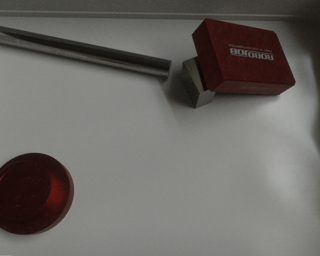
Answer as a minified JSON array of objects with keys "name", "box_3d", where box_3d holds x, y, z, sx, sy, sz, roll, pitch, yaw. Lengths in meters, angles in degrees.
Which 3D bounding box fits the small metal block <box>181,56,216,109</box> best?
[{"name":"small metal block","box_3d":[0.051,-0.061,0.419,0.025,0.050,0.050,-22,72,-8]}]

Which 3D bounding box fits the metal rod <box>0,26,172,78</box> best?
[{"name":"metal rod","box_3d":[-0.133,-0.116,0.450,0.302,0.025,0.025,12,71,4]}]

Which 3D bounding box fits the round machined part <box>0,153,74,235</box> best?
[{"name":"round machined part","box_3d":[-0.158,0.076,0.371,0.099,0.042,0.098,0,70,-1]}]

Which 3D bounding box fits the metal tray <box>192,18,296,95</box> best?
[{"name":"metal tray","box_3d":[0.113,-0.092,0.413,0.131,0.030,0.090,-1,68,-29]}]
